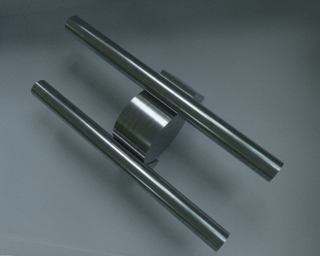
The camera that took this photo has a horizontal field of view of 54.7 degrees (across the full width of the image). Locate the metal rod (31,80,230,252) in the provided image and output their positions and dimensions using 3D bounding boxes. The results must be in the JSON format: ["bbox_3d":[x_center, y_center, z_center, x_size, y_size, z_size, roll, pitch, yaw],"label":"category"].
[{"bbox_3d":[-0.047,0.035,0.373,0.300,0.025,0.025,38,102,16],"label":"metal rod"}]

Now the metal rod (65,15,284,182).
[{"bbox_3d":[0.003,-0.043,0.354,0.300,0.025,0.025,38,102,15],"label":"metal rod"}]

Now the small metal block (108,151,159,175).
[{"bbox_3d":[-0.036,0.040,0.407,0.050,0.050,0.025,38,102,15],"label":"small metal block"}]

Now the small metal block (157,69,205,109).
[{"bbox_3d":[0.023,-0.045,0.386,0.050,0.050,0.025,38,102,15],"label":"small metal block"}]

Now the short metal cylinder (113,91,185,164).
[{"bbox_3d":[-0.012,-0.003,0.383,0.050,0.080,0.080,38,102,15],"label":"short metal cylinder"}]
